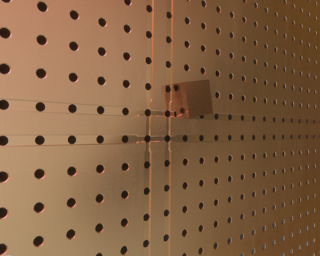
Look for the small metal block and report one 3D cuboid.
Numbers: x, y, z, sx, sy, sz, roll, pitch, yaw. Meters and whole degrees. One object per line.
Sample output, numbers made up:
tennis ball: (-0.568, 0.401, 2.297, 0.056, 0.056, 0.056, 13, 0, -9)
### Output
small metal block: (0.048, -0.042, 0.448, 0.050, 0.025, 0.050, -13, 98, -39)
